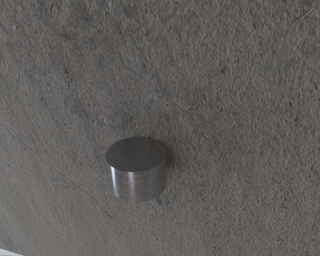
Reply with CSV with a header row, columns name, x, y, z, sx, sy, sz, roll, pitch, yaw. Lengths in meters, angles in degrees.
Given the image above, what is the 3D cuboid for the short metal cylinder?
name,x,y,z,sx,sy,sz,roll,pitch,yaw
short metal cylinder,-0.030,0.054,0.421,0.080,0.080,0.050,12,123,22
